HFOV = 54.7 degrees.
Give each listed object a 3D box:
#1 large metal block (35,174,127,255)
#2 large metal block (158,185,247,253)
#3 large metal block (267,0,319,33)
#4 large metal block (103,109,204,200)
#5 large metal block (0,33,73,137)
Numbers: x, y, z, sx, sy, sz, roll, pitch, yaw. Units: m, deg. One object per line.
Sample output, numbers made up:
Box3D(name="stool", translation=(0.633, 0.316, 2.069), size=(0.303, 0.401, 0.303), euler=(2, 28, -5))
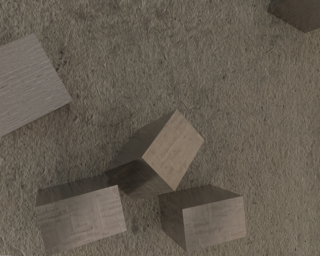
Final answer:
Box3D(name="large metal block", translation=(-0.090, 0.091, 0.347), size=(0.081, 0.080, 0.050), euler=(-12, 95, -20))
Box3D(name="large metal block", translation=(0.052, 0.111, 0.399), size=(0.081, 0.080, 0.050), euler=(-7, 93, -20))
Box3D(name="large metal block", translation=(0.225, -0.192, 0.462), size=(0.080, 0.080, 0.050), euler=(20, 84, -19))
Box3D(name="large metal block", translation=(-0.007, 0.033, 0.363), size=(0.050, 0.080, 0.080), euler=(48, 50, -14))
Box3D(name="large metal block", translation=(-0.154, -0.045, 0.339), size=(0.080, 0.050, 0.080), euler=(-31, 100, -17))
